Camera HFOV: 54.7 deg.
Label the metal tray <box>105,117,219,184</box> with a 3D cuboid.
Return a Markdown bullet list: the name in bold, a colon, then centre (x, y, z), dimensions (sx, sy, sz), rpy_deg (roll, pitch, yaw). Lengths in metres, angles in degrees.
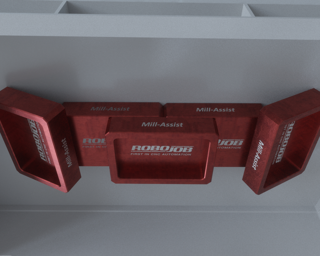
- **metal tray**: centre (0.002, 0.030, 0.390), dimensions (0.131, 0.030, 0.089), rpy_deg (1, 130, -1)

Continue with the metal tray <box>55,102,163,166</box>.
- **metal tray**: centre (-0.062, 0.010, 0.413), dimensions (0.131, 0.030, 0.089), rpy_deg (0, 130, 0)

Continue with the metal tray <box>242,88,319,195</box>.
- **metal tray**: centre (0.160, 0.020, 0.397), dimensions (0.091, 0.030, 0.129), rpy_deg (-19, 134, -21)

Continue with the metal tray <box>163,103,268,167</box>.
- **metal tray**: centre (0.069, 0.011, 0.415), dimensions (0.131, 0.030, 0.089), rpy_deg (0, 130, 0)

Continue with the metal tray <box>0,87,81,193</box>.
- **metal tray**: centre (-0.155, 0.018, 0.394), dimensions (0.090, 0.030, 0.129), rpy_deg (17, 133, 19)
